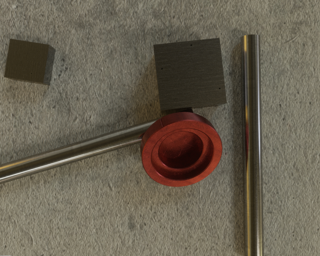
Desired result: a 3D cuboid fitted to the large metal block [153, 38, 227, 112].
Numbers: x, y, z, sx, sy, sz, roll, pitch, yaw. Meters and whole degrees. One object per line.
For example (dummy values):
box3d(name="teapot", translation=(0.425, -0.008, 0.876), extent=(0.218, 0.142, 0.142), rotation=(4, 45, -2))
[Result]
box3d(name="large metal block", translation=(0.036, -0.065, 0.398), extent=(0.081, 0.050, 0.079), rotation=(-6, 90, -1))

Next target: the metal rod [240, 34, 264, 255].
box3d(name="metal rod", translation=(0.122, 0.028, 0.411), extent=(0.025, 0.025, 0.298), rotation=(-1, 90, -1))

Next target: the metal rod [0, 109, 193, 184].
box3d(name="metal rod", translation=(-0.100, 0.028, 0.408), extent=(0.302, 0.025, 0.025), rotation=(-17, 90, -1))

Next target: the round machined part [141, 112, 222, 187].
box3d(name="round machined part", translation=(0.024, 0.023, 0.388), extent=(0.099, 0.042, 0.097), rotation=(-5, 120, -8))

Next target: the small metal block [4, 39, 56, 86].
box3d(name="small metal block", translation=(-0.170, -0.086, 0.408), extent=(0.050, 0.025, 0.050), rotation=(9, 90, -1))
